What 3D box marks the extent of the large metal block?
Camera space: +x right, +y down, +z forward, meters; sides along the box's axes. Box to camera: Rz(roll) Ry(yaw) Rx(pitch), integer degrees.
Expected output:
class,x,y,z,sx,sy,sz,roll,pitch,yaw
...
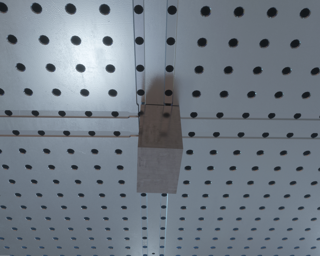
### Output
class,x,y,z,sx,sy,sz,roll,pitch,yaw
large metal block,-0.002,0.027,0.397,0.050,0.080,0.079,3,130,-3
